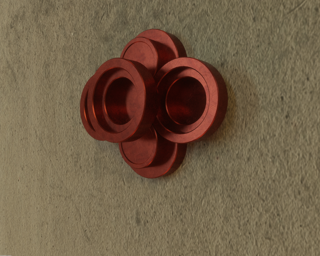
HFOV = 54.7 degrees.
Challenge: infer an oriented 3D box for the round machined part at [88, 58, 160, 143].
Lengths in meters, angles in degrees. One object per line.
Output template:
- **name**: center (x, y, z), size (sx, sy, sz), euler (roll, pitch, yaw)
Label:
- **round machined part**: center (-0.039, -0.032, 0.371), size (0.098, 0.042, 0.097), euler (0, 91, 39)

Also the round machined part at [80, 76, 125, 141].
- **round machined part**: center (-0.069, -0.031, 0.450), size (0.098, 0.042, 0.097), euler (0, 90, 39)

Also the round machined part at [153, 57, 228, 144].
- **round machined part**: center (0.036, -0.031, 0.364), size (0.098, 0.042, 0.097), euler (0, 90, 39)

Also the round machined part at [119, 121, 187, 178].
- **round machined part**: center (-0.016, 0.018, 0.407), size (0.098, 0.042, 0.097), euler (0, 90, 39)

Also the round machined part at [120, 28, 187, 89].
- **round machined part**: center (-0.016, -0.081, 0.406), size (0.098, 0.042, 0.097), euler (0, 90, 39)
